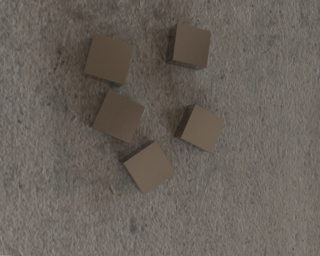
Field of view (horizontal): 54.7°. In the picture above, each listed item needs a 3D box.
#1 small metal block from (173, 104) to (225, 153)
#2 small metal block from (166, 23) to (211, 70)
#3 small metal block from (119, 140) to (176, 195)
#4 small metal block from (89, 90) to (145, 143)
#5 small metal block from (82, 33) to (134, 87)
[{"bbox_3d":[0.055,0.001,0.431,0.050,0.025,0.050,27,81,-19],"label":"small metal block"},{"bbox_3d":[0.039,-0.110,0.424,0.050,0.025,0.050,8,87,-20],"label":"small metal block"},{"bbox_3d":[-0.017,0.050,0.404,0.050,0.025,0.050,-34,102,-17],"label":"small metal block"},{"bbox_3d":[-0.054,-0.014,0.390,0.050,0.025,0.050,25,82,-19],"label":"small metal block"},{"bbox_3d":[-0.065,-0.083,0.386,0.050,0.025,0.050,15,85,-20],"label":"small metal block"}]
